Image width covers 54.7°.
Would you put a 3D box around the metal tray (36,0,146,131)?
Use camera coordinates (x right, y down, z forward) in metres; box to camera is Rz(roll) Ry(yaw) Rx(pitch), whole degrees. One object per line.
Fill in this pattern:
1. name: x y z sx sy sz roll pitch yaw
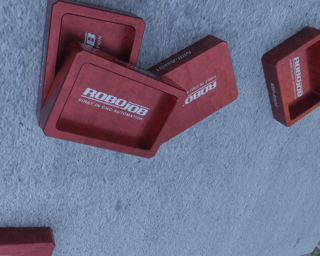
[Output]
1. metal tray: -0.075 -0.060 0.325 0.091 0.030 0.129 2 118 -29

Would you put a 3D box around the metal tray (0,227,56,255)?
1. metal tray: -0.204 0.191 0.411 0.091 0.030 0.129 12 112 -33

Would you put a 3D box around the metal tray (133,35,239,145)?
1. metal tray: 0.031 -0.047 0.392 0.131 0.030 0.090 -31 129 -9

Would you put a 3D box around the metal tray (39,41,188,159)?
1. metal tray: -0.045 -0.023 0.324 0.131 0.030 0.089 17 110 -35

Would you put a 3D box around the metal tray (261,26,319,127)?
1. metal tray: 0.210 -0.074 0.471 0.090 0.030 0.130 -34 129 -6
